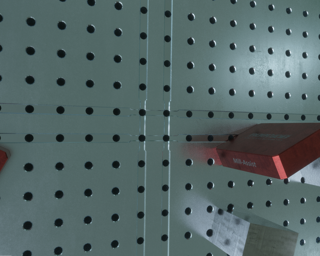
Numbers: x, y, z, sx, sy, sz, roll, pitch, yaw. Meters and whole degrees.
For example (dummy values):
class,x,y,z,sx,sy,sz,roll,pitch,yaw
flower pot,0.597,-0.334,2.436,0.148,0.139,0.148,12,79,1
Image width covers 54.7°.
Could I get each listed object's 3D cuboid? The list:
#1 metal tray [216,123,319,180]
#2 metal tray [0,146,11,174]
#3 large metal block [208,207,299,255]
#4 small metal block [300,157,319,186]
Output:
class,x,y,z,sx,sy,sz,roll,pitch,yaw
metal tray,0.147,0.025,0.413,0.091,0.130,0.030,-26,99,-18
metal tray,-0.241,0.037,0.320,0.131,0.030,0.090,30,80,-18
large metal block,0.128,0.152,0.433,0.081,0.080,0.050,17,84,-20
small metal block,0.252,0.064,0.495,0.025,0.050,0.050,-22,98,-19
